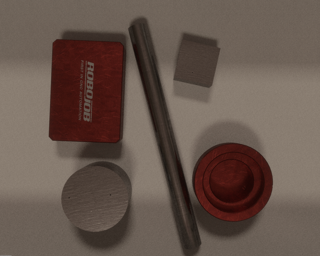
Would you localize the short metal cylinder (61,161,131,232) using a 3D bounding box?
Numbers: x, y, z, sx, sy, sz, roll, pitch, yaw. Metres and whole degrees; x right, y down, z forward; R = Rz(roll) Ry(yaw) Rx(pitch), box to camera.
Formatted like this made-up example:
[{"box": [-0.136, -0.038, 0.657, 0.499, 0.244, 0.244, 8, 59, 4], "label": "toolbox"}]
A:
[{"box": [-0.079, 0.085, 0.398, 0.081, 0.050, 0.079, 0, 90, -1], "label": "short metal cylinder"}]

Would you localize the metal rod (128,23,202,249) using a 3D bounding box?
[{"box": [0.006, 0.011, 0.411, 0.025, 0.025, 0.298, -14, 90, 0], "label": "metal rod"}]

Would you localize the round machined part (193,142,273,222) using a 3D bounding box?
[{"box": [0.091, 0.068, 0.404, 0.099, 0.042, 0.097, 0, 90, -1], "label": "round machined part"}]

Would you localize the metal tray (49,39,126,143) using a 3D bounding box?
[{"box": [-0.094, -0.047, 0.408, 0.091, 0.030, 0.129, 2, 90, -1], "label": "metal tray"}]

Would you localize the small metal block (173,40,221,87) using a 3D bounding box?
[{"box": [0.048, -0.085, 0.412, 0.050, 0.025, 0.050, 13, 90, -1], "label": "small metal block"}]
